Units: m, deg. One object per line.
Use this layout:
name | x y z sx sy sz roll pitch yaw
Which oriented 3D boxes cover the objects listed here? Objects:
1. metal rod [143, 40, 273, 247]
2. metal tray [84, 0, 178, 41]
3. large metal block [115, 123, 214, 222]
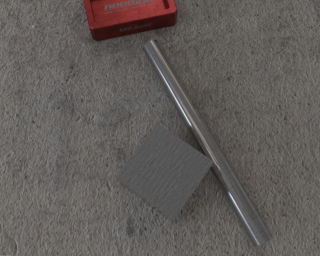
metal rod | 0.053 0.006 0.406 0.025 0.025 0.299 -25 72 -9
metal tray | -0.047 -0.190 0.474 0.131 0.030 0.090 -13 71 -5
large metal block | 0.006 0.055 0.375 0.080 0.050 0.080 35 74 11
